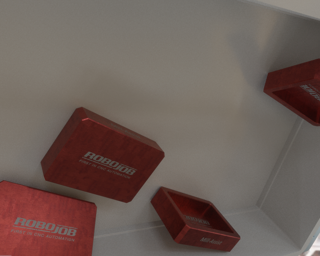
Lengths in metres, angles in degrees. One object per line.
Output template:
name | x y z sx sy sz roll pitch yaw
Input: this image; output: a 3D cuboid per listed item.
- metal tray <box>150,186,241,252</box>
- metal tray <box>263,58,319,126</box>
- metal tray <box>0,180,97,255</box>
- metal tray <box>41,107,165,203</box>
metal tray | 0.057 0.145 0.489 0.131 0.090 0.030 25 105 -37
metal tray | 0.228 -0.045 0.447 0.131 0.090 0.030 27 74 -25
metal tray | -0.141 0.123 0.366 0.030 0.090 0.131 -27 140 38
metal tray | -0.068 0.040 0.394 0.131 0.030 0.090 28 103 -38
